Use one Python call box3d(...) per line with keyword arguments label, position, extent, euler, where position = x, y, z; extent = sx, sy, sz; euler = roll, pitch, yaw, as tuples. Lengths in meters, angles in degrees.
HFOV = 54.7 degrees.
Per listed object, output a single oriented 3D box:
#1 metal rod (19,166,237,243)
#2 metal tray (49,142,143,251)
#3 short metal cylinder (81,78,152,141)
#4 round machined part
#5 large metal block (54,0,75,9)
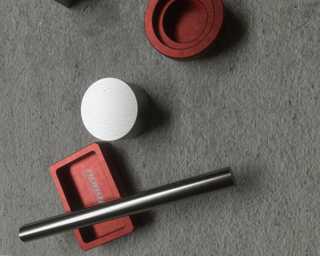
box3d(label="metal rod", position=(-0.053, 0.102, 0.394), extent=(0.301, 0.025, 0.025), euler=(-19, 84, 17))
box3d(label="metal tray", position=(-0.091, 0.094, 0.437), extent=(0.090, 0.030, 0.130), euler=(-27, 81, 17))
box3d(label="short metal cylinder", position=(-0.057, -0.024, 0.415), extent=(0.080, 0.050, 0.079), euler=(0, 90, 19))
box3d(label="round machined part", position=(0.034, -0.132, 0.388), extent=(0.098, 0.042, 0.097), euler=(0, 90, 19))
box3d(label="large metal block", position=(-0.163, -0.226, 0.436), extent=(0.080, 0.080, 0.050), euler=(46, 104, 14))
